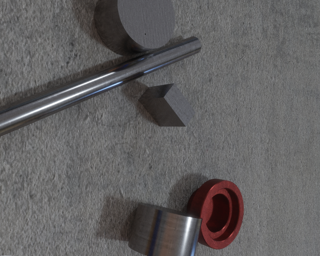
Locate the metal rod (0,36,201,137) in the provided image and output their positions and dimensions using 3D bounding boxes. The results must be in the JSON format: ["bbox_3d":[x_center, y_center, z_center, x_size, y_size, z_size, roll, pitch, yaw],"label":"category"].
[{"bbox_3d":[-0.056,-0.058,0.356,0.302,0.025,0.025,-30,109,-36],"label":"metal rod"}]

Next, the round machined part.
[{"bbox_3d":[0.078,0.124,0.459,0.099,0.042,0.097,0,90,-40],"label":"round machined part"}]

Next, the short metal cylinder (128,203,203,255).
[{"bbox_3d":[0.007,0.125,0.375,0.080,0.080,0.050,22,76,-38],"label":"short metal cylinder"}]

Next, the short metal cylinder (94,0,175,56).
[{"bbox_3d":[-0.029,-0.129,0.364,0.081,0.050,0.079,0,90,-40],"label":"short metal cylinder"}]

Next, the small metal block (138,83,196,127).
[{"bbox_3d":[0.009,-0.028,0.396,0.050,0.050,0.025,51,60,-28],"label":"small metal block"}]
